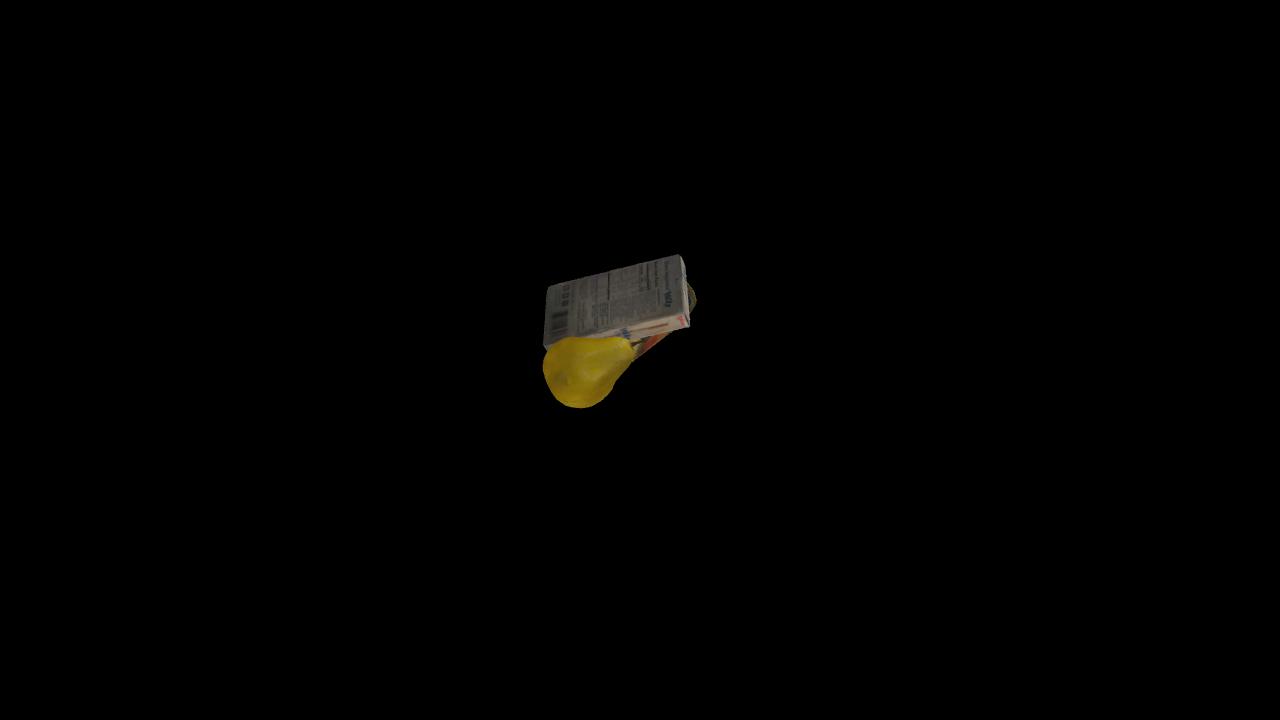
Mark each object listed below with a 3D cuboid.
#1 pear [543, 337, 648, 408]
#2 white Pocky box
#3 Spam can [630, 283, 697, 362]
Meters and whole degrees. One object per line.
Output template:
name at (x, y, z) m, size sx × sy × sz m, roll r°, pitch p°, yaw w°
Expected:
pear at (-0.042, 0.001, 0.632) m, size 0.111 × 0.080 × 0.080 m, roll -24°, pitch -1°, yaw 2°
white Pocky box at (-0.026, -0.057, 0.646) m, size 0.154 × 0.084 × 0.028 m, roll -12°, pitch -37°, yaw 14°
Spam can at (0.010, -0.051, 0.726) m, size 0.085 × 0.058 × 0.101 m, roll -37°, pitch -10°, yaw -20°
